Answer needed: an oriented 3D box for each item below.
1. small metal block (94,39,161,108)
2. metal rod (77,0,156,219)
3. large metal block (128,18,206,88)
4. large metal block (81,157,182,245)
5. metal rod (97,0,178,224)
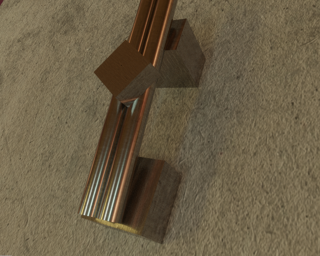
[{"bbox_3d":[-0.036,-0.059,0.335,0.050,0.025,0.050,-45,56,4],"label":"small metal block"},{"bbox_3d":[-0.040,-0.049,0.362,0.025,0.025,0.299,3,70,29],"label":"metal rod"},{"bbox_3d":[0.008,-0.098,0.426,0.080,0.080,0.050,3,64,30],"label":"large metal block"},{"bbox_3d":[-0.031,0.078,0.356,0.080,0.050,0.080,5,64,30],"label":"large metal block"},{"bbox_3d":[-0.017,-0.047,0.350,0.025,0.025,0.299,3,70,29],"label":"metal rod"}]
